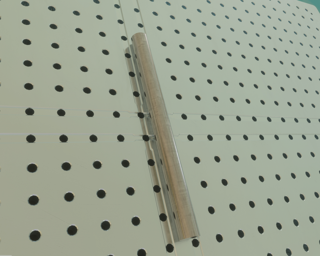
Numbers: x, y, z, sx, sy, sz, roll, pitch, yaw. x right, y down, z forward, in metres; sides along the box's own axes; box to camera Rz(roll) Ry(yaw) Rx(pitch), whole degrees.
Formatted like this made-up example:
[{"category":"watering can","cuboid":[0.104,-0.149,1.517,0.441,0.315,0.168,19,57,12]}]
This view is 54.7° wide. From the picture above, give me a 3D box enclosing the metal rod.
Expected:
[{"category":"metal rod","cuboid":[0.001,-0.006,0.414,0.025,0.025,0.299,0,62,-28]}]
